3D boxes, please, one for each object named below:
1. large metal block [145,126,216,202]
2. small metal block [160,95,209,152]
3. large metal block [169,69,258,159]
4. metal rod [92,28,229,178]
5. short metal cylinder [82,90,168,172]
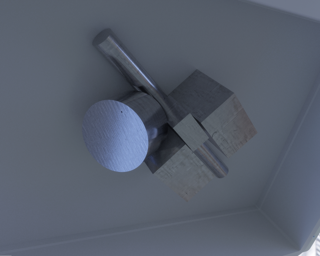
[{"bbox_3d":[0.015,0.038,0.406,0.050,0.080,0.080,-43,130,1],"label":"large metal block"},{"bbox_3d":[0.026,-0.006,0.373,0.025,0.050,0.050,-42,130,0],"label":"small metal block"},{"bbox_3d":[0.068,-0.019,0.400,0.050,0.080,0.080,-42,130,1],"label":"large metal block"},{"bbox_3d":[0.021,-0.011,0.414,0.025,0.025,0.300,-43,130,1],"label":"metal rod"},{"bbox_3d":[-0.038,0.002,0.345,0.050,0.080,0.079,-36,145,-60],"label":"short metal cylinder"}]
